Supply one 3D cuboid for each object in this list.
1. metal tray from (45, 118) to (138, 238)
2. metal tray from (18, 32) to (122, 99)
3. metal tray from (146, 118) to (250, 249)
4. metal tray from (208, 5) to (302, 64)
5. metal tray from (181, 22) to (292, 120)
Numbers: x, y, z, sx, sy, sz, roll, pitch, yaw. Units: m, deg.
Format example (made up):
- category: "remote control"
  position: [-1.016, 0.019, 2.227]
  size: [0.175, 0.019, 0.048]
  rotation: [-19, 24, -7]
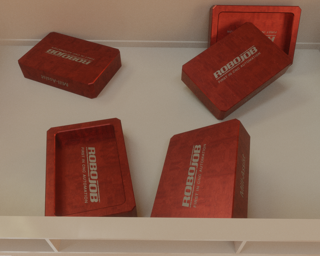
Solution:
- category: "metal tray"
  position: [-0.081, 0.051, 0.357]
  size: [0.091, 0.030, 0.130]
  rotation: [-9, 51, -8]
- category: "metal tray"
  position: [-0.138, -0.102, 0.485]
  size: [0.130, 0.030, 0.090]
  rotation: [18, 52, 14]
- category: "metal tray"
  position: [0.044, 0.056, 0.324]
  size: [0.090, 0.030, 0.130]
  rotation: [-16, 40, 33]
- category: "metal tray"
  position: [0.142, -0.143, 0.482]
  size: [0.131, 0.089, 0.030]
  rotation: [1, 22, 0]
- category: "metal tray"
  position: [0.107, -0.083, 0.442]
  size: [0.131, 0.030, 0.090]
  rotation: [-36, 72, -12]
